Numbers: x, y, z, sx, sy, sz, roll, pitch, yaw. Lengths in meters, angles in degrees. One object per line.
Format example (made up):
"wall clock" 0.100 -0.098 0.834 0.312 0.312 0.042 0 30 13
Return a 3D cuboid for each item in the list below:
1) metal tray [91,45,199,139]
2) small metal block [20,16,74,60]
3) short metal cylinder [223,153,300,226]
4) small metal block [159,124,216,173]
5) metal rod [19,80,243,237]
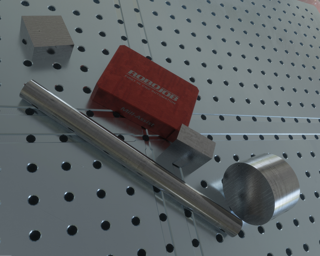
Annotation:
"metal tray" -0.016 -0.048 0.427 0.131 0.030 0.090 28 52 -11
"small metal block" -0.147 -0.118 0.402 0.050 0.025 0.050 -15 70 -34
"short metal cylinder" 0.128 0.077 0.397 0.050 0.080 0.080 -13 69 -34
"small metal block" 0.035 0.027 0.396 0.050 0.050 0.025 30 52 -10
"metal rod" -0.029 0.040 0.369 0.301 0.025 0.025 35 51 -6
